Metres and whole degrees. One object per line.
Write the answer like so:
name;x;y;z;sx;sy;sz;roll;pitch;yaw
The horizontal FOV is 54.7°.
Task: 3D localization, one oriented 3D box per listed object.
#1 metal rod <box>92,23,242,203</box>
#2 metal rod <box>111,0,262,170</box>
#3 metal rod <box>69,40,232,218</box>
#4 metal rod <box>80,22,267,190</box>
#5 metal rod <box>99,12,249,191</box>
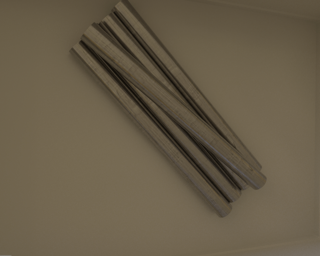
metal rod;0.011;-0.011;0.413;0.025;0.025;0.300;-45;104;-14
metal rod;0.044;-0.046;0.425;0.025;0.025;0.300;-45;104;-14
metal rod;-0.003;0.009;0.408;0.025;0.025;0.300;-45;104;-14
metal rod;0.028;-0.017;0.392;0.300;0.025;0.025;40;77;-16
metal rod;0.029;-0.026;0.420;0.025;0.025;0.300;-45;104;-14
